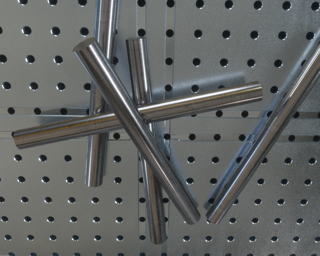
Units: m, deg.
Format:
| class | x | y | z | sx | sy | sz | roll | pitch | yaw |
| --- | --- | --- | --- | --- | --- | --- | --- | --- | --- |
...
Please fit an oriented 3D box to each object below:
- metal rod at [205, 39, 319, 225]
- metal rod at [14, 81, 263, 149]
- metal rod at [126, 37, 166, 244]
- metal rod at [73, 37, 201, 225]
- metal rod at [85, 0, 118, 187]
| class | x | y | z | sx | sy | sz | roll | pitch | yaw |
| --- | --- | --- | --- | --- | --- | --- | --- | --- | --- |
| metal rod | 0.146 | 0.011 | 0.419 | 0.025 | 0.025 | 0.298 | 25 | 108 | -9 |
| metal rod | -0.029 | -0.015 | 0.379 | 0.302 | 0.025 | 0.025 | -11 | 110 | 3 |
| metal rod | -0.016 | 0.031 | 0.424 | 0.025 | 0.025 | 0.298 | -5 | 110 | 1 |
| metal rod | -0.012 | 0.027 | 0.380 | 0.025 | 0.025 | 0.299 | -24 | 125 | 8 |
| metal rod | -0.074 | -0.061 | 0.389 | 0.025 | 0.025 | 0.298 | 7 | 110 | -3 |
